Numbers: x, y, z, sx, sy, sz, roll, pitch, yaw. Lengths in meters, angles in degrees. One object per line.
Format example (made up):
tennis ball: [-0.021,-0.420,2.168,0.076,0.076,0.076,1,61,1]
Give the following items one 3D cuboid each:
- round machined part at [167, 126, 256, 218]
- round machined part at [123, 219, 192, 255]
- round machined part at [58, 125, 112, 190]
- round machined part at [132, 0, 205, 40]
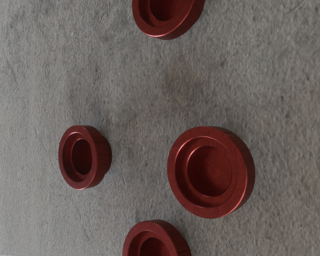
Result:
round machined part: [0.059,0.046,0.344,0.098,0.042,0.097,0,90,39]
round machined part: [0.001,0.164,0.386,0.098,0.042,0.097,-7,79,42]
round machined part: [-0.113,0.044,0.484,0.098,0.042,0.097,0,90,39]
round machined part: [0.015,-0.157,0.380,0.098,0.042,0.097,0,90,39]
